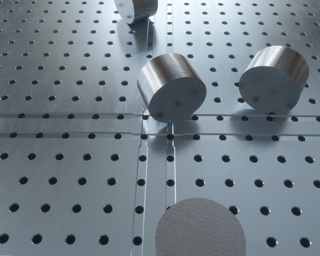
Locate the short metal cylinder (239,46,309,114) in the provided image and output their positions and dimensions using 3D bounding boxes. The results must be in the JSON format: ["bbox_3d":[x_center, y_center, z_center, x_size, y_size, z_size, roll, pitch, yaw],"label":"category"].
[{"bbox_3d":[0.157,-0.065,0.428,0.080,0.080,0.050,25,54,19],"label":"short metal cylinder"}]

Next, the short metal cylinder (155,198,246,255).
[{"bbox_3d":[0.036,0.115,0.295,0.081,0.050,0.080,0,50,0],"label":"short metal cylinder"}]

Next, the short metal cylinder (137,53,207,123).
[{"bbox_3d":[0.015,-0.053,0.416,0.081,0.080,0.050,-16,52,-13],"label":"short metal cylinder"}]

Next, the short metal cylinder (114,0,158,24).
[{"bbox_3d":[-0.047,-0.241,0.574,0.050,0.080,0.080,-27,55,-21],"label":"short metal cylinder"}]
